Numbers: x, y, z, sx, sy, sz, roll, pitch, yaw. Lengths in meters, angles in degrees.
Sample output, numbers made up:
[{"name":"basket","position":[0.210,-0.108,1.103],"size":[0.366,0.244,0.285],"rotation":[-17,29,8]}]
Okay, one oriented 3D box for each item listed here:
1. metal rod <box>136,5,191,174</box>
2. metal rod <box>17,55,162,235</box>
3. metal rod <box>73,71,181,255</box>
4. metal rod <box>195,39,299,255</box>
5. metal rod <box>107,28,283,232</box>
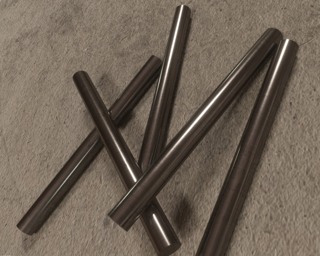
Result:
[{"name":"metal rod","position":[0.008,-0.056,0.433],"size":[0.025,0.025,0.300],"rotation":[-1,61,27]},{"name":"metal rod","position":[-0.092,0.017,0.439],"size":[0.025,0.025,0.300],"rotation":[29,77,37]},{"name":"metal rod","position":[-0.057,0.019,0.386],"size":[0.025,0.025,0.300],"rotation":[-37,52,3]},{"name":"metal rod","position":[0.096,0.027,0.336],"size":[0.025,0.025,0.300],"rotation":[14,68,33]},{"name":"metal rod","position":[0.053,-0.014,0.347],"size":[0.025,0.025,0.301],"rotation":[26,64,36]}]
